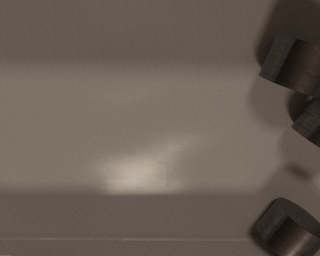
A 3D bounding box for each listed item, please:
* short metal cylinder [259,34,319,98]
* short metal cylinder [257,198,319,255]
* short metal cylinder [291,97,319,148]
[{"bbox_3d":[0.163,-0.072,0.358,0.080,0.080,0.050,16,109,-6],"label":"short metal cylinder"},{"bbox_3d":[0.186,0.145,0.438,0.080,0.080,0.050,28,107,-10],"label":"short metal cylinder"},{"bbox_3d":[0.214,0.000,0.385,0.080,0.080,0.050,28,108,-10],"label":"short metal cylinder"}]
